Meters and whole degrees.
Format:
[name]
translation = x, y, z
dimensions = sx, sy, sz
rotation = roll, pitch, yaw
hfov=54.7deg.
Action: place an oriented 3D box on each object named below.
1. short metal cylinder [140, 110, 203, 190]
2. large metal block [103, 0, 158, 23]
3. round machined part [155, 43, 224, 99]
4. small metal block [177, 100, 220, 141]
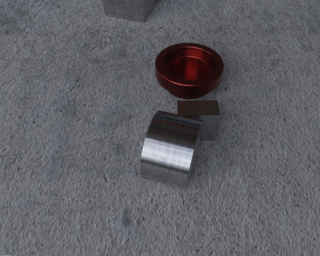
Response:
[short metal cylinder]
translation = 0.015, 0.024, 0.347
dimensions = 0.050, 0.080, 0.080
rotation = 13, 51, 11
[large metal block]
translation = -0.056, -0.253, 0.599
dimensions = 0.080, 0.050, 0.080
rotation = 14, 51, 11
[round machined part]
translation = 0.042, -0.081, 0.460
dimensions = 0.099, 0.042, 0.098
rotation = 0, 50, 0
[small metal block]
translation = 0.046, -0.009, 0.395
dimensions = 0.050, 0.050, 0.025
rotation = 0, 50, -1
